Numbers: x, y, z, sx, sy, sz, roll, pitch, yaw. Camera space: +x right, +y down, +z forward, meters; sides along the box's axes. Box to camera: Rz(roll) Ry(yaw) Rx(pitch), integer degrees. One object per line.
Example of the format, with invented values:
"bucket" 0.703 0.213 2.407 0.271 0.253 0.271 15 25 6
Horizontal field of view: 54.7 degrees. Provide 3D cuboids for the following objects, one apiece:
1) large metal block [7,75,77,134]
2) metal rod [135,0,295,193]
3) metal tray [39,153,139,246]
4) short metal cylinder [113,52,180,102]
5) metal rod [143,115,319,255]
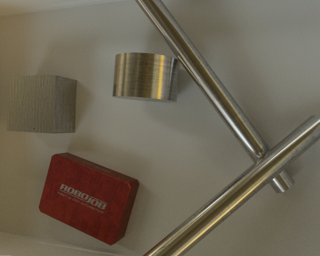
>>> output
"large metal block" -0.173 -0.034 0.457 0.080 0.050 0.079 3 91 19
"metal rod" 0.057 -0.053 0.364 0.025 0.025 0.299 -36 88 16
"metal tray" -0.103 0.097 0.443 0.130 0.030 0.089 18 96 18
"short metal cylinder" -0.017 -0.060 0.386 0.080 0.080 0.050 5 92 19
"metal rod" 0.059 0.087 0.324 0.301 0.025 0.025 -38 77 -8
